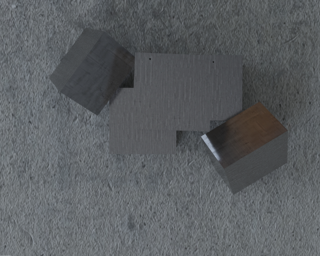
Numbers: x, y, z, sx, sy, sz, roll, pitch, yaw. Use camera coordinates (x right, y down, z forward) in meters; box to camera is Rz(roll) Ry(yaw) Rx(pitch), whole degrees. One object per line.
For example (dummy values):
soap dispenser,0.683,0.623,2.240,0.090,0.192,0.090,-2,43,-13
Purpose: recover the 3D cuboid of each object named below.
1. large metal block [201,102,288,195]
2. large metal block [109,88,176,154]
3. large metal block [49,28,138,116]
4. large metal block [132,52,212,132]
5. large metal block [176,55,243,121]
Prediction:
large metal block,0.105,0.027,0.378,0.080,0.080,0.050,-31,52,0
large metal block,-0.021,-0.009,0.396,0.081,0.050,0.079,0,90,-1
large metal block,-0.083,-0.071,0.376,0.050,0.080,0.080,36,90,-33
large metal block,0.013,-0.038,0.347,0.081,0.050,0.079,2,90,-1
large metal block,0.060,-0.049,0.400,0.081,0.050,0.079,0,90,-1
